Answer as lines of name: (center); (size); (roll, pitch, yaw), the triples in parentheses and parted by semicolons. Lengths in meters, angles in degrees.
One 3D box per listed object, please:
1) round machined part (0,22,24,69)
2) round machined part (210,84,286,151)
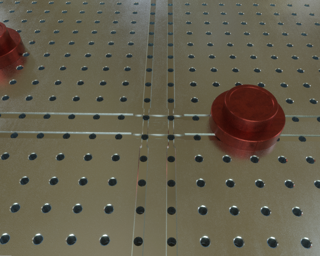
round machined part: (-0.284, -0.142, 0.515); (0.099, 0.042, 0.098); (0, 50, 0)
round machined part: (0.118, -0.021, 0.415); (0.099, 0.042, 0.098); (0, 50, 0)
